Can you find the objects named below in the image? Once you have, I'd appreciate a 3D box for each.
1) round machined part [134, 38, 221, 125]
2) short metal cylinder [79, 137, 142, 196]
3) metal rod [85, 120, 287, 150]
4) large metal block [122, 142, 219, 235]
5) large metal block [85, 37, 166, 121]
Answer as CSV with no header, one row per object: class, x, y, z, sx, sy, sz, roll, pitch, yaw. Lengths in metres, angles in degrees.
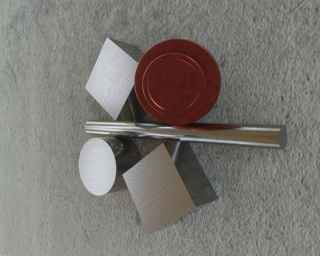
round machined part,0.018,-0.050,0.348,0.098,0.042,0.097,3,105,11
short metal cylinder,-0.072,0.053,0.447,0.080,0.050,0.079,0,90,39
metal rod,0.006,0.004,0.401,0.300,0.025,0.025,3,92,39
large metal block,0.011,0.071,0.379,0.080,0.050,0.080,-40,66,32
large metal block,-0.048,-0.065,0.424,0.080,0.050,0.080,44,116,31
